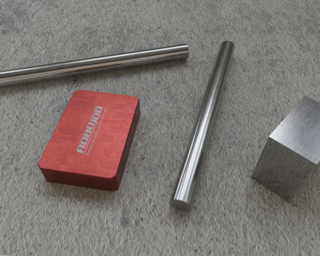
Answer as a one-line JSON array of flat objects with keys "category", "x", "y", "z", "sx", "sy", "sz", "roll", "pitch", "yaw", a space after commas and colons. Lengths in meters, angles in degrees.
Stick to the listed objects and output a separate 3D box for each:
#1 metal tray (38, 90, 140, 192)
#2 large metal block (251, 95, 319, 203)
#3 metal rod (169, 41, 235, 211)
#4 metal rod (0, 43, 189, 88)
[{"category": "metal tray", "x": -0.082, "y": 0.010, "z": 0.390, "sx": 0.090, "sy": 0.030, "sz": 0.130, "roll": 8, "pitch": 50, "yaw": 6}, {"category": "large metal block", "x": 0.155, "y": 0.024, "z": 0.349, "sx": 0.050, "sy": 0.080, "sz": 0.080, "roll": 35, "pitch": 58, "yaw": 25}, {"category": "metal rod", "x": 0.067, "y": -0.026, "z": 0.425, "sx": 0.025, "sy": 0.025, "sz": 0.300, "roll": 14, "pitch": 51, "yaw": 11}, {"category": "metal rod", "x": -0.102, "y": -0.098, "z": 0.484, "sx": 0.302, "sy": 0.025, "sz": 0.025, "roll": -11, "pitch": 51, "yaw": -10}]
